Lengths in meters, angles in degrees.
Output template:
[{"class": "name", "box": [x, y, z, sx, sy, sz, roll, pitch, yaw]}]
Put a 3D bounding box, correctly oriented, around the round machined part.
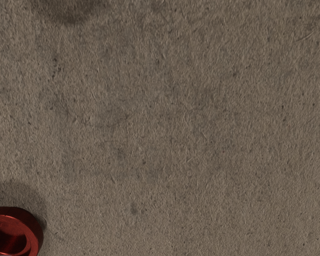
[{"class": "round machined part", "box": [-0.221, 0.156, 0.455, 0.099, 0.042, 0.097, 0, 110, -1]}]
